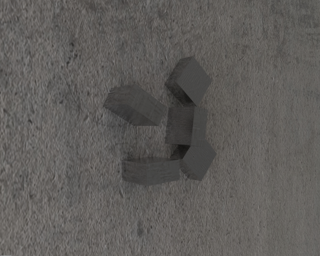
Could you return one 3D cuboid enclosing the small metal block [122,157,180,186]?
[{"bbox_3d":[-0.012,0.051,0.379,0.050,0.050,0.025,-2,92,-40],"label":"small metal block"}]

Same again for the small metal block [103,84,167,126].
[{"bbox_3d":[-0.030,-0.025,0.363,0.050,0.050,0.025,35,69,-35],"label":"small metal block"}]

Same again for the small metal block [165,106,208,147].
[{"bbox_3d":[0.035,-0.002,0.417,0.025,0.050,0.050,10,84,-40],"label":"small metal block"}]

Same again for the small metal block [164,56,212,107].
[{"bbox_3d":[0.041,-0.065,0.438,0.050,0.025,0.050,45,63,-31],"label":"small metal block"}]

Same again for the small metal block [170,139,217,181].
[{"bbox_3d":[0.049,0.040,0.446,0.050,0.025,0.050,50,61,-29],"label":"small metal block"}]
